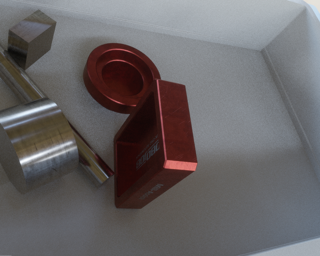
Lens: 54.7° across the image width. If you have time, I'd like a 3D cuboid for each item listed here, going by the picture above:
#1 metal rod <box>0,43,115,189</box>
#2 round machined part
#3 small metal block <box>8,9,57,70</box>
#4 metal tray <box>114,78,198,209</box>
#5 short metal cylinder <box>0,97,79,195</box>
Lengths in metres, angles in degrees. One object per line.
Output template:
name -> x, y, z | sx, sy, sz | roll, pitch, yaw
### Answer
metal rod -> -0.160, -0.052, 0.351 | 0.300, 0.025, 0.025 | 48, 51, 5
round machined part -> -0.051, -0.060, 0.405 | 0.099, 0.042, 0.098 | 14, 56, -21
small metal block -> -0.154, -0.105, 0.371 | 0.025, 0.050, 0.050 | 35, 51, -6
metal tray -> -0.013, 0.023, 0.319 | 0.030, 0.129, 0.090 | 9, 58, -24
short metal cylinder -> -0.122, 0.016, 0.296 | 0.050, 0.080, 0.080 | -25, 76, -37
